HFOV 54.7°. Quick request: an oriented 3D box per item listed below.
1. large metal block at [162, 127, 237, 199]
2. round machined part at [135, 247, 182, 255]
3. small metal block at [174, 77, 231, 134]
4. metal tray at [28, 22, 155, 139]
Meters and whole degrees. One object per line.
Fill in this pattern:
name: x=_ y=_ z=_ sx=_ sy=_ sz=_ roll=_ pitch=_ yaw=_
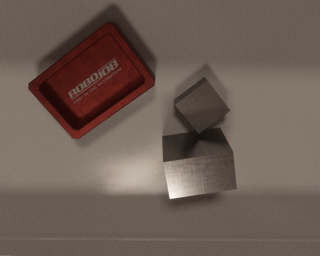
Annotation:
large metal block: x=0.047 y=0.042 z=0.398 sx=0.080 sy=0.080 sz=0.050 roll=-9 pitch=110 yaw=3
round machined part: x=-0.002 y=0.243 z=0.494 sx=0.099 sy=0.042 sz=0.097 roll=0 pitch=110 yaw=-1
small metal block: x=0.054 y=-0.030 z=0.401 sx=0.050 sy=0.025 sz=0.050 roll=-37 pitch=106 yaw=12
metal tray: x=-0.082 y=-0.057 z=0.386 sx=0.130 sy=0.030 sz=0.090 roll=-34 pitch=107 yaw=11
